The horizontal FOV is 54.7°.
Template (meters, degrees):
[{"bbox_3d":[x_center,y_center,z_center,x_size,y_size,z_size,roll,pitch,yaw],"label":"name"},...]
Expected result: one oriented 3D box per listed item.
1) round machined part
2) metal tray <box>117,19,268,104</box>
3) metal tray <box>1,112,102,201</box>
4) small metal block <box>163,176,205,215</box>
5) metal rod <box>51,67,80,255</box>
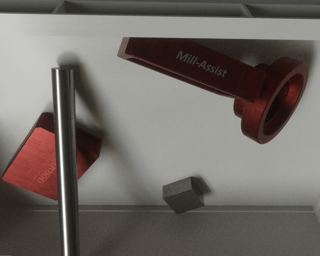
[{"bbox_3d":[0.120,-0.034,0.349,0.099,0.042,0.097,-32,140,-32],"label":"round machined part"},{"bbox_3d":[0.027,-0.064,0.310,0.131,0.090,0.030,18,97,-15],"label":"metal tray"},{"bbox_3d":[-0.155,0.046,0.443,0.090,0.030,0.129,30,124,-24],"label":"metal tray"},{"bbox_3d":[0.038,0.111,0.504,0.050,0.025,0.050,-23,127,17],"label":"small metal block"},{"bbox_3d":[-0.118,0.075,0.395,0.025,0.025,0.298,2,107,-2],"label":"metal rod"}]
